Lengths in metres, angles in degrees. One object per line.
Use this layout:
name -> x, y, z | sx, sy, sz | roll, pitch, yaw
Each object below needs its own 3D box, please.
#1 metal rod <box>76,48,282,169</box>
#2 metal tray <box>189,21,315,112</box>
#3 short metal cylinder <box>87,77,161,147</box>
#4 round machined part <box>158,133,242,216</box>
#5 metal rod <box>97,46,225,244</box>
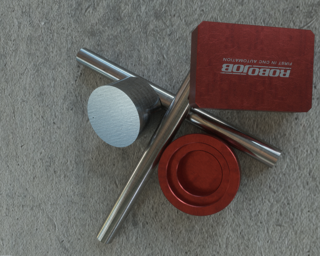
metal rod -> 0.012, -0.034, 0.407 | 0.300, 0.025, 0.025 | 30, 100, 17
metal tray -> 0.101, -0.064, 0.342 | 0.131, 0.030, 0.089 | 2, 91, -8
short metal cylinder -> -0.046, -0.022, 0.399 | 0.080, 0.050, 0.079 | 13, 116, 27
round machined part -> 0.051, 0.055, 0.383 | 0.098, 0.042, 0.097 | 0, 90, 20
metal rod -> -0.007, 0.030, 0.394 | 0.025, 0.025, 0.298 | 35, 108, 16
